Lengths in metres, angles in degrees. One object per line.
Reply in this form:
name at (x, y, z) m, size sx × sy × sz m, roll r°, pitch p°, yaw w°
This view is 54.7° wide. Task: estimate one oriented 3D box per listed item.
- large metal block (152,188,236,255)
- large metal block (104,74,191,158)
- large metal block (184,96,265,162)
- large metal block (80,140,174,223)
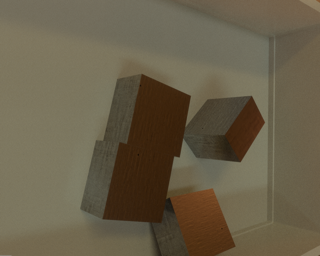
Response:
large metal block at (0.041, 0.131, 0.406) m, size 0.081 × 0.050 × 0.080 m, roll -1°, pitch 62°, yaw -40°
large metal block at (-0.014, -0.012, 0.380) m, size 0.080 × 0.050 × 0.080 m, roll 18°, pitch 78°, yaw -39°
large metal block at (0.091, 0.000, 0.450) m, size 0.080 × 0.080 × 0.050 m, roll -50°, pitch 120°, yaw -29°
large metal block at (-0.036, 0.063, 0.362) m, size 0.080 × 0.050 × 0.080 m, roll 18°, pitch 79°, yaw -39°
